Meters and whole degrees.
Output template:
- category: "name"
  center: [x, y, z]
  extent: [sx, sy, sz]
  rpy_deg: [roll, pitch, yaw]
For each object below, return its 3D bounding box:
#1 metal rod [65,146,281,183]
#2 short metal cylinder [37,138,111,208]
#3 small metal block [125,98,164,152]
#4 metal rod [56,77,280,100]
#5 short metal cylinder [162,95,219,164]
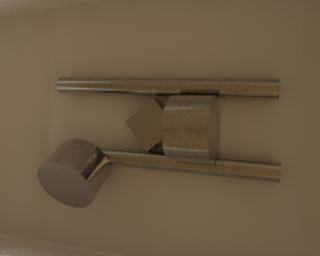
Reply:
- category: "metal rod"
  center: [-0.002, 0.043, 0.408]
  extent: [0.301, 0.025, 0.025]
  rpy_deg: [3, 91, 19]
- category: "short metal cylinder"
  center: [-0.114, 0.061, 0.416]
  extent: [0.080, 0.050, 0.079]
  rpy_deg: [10, 127, 14]
- category: "small metal block"
  center: [-0.009, -0.004, 0.411]
  extent: [0.050, 0.025, 0.050]
  rpy_deg: [-39, 78, 15]
- category: "metal rod"
  center: [-0.003, -0.054, 0.409]
  extent: [0.301, 0.025, 0.025]
  rpy_deg: [4, 91, 19]
- category: "short metal cylinder"
  center: [0.039, 0.001, 0.365]
  extent: [0.050, 0.080, 0.079]
  rpy_deg: [2, 91, 20]
